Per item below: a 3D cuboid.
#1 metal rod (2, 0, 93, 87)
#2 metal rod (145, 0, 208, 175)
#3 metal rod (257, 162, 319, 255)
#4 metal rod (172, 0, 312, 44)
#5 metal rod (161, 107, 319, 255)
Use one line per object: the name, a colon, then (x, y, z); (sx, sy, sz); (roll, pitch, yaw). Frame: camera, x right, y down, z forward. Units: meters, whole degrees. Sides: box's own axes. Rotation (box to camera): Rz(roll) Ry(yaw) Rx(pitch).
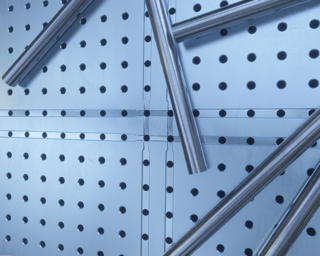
metal rod: (-0.134, -0.171, 0.460); (0.299, 0.025, 0.025); (-42, 77, 15)
metal rod: (0.013, -0.088, 0.408); (0.025, 0.025, 0.299); (-16, 85, 19)
metal rod: (0.160, 0.098, 0.355); (0.025, 0.025, 0.299); (32, 100, 17)
metal rod: (0.159, -0.154, 0.350); (0.300, 0.025, 0.025); (-14, 85, 17)
metal rod: (0.108, 0.072, 0.374); (0.025, 0.025, 0.299); (46, 104, 14)
